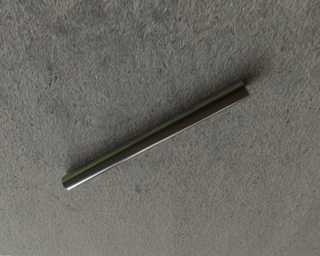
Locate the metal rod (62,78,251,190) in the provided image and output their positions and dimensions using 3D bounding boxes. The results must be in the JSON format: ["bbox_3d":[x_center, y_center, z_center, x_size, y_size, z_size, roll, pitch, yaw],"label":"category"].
[{"bbox_3d":[-0.020,0.018,0.424,0.300,0.025,0.025,-28,125,22],"label":"metal rod"}]
